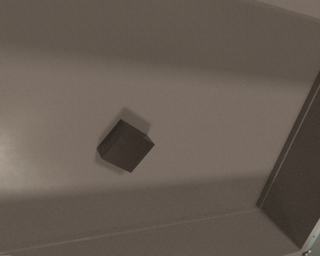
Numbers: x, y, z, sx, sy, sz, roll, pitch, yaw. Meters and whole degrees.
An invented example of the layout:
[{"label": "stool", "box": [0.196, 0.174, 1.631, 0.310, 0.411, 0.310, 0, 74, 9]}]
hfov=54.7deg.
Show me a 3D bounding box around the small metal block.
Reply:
[{"label": "small metal block", "box": [-0.044, 0.024, 0.401, 0.050, 0.025, 0.050, 34, 99, -39]}]
